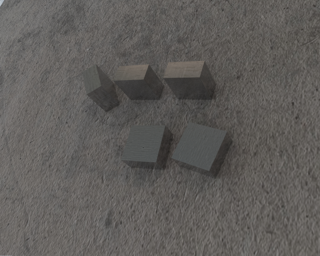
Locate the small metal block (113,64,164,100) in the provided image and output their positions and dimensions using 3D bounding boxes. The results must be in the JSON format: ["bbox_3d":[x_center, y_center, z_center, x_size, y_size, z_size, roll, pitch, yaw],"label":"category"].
[{"bbox_3d":[-0.030,-0.064,0.443,0.050,0.050,0.025,3,63,29],"label":"small metal block"}]

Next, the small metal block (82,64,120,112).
[{"bbox_3d":[-0.090,-0.060,0.472,0.025,0.050,0.050,-28,52,11],"label":"small metal block"}]

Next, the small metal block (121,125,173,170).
[{"bbox_3d":[-0.016,0.024,0.397,0.050,0.025,0.050,0,62,28],"label":"small metal block"}]

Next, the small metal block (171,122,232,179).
[{"bbox_3d":[0.049,0.025,0.363,0.050,0.025,0.050,16,70,34],"label":"small metal block"}]

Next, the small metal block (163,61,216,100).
[{"bbox_3d":[0.040,-0.061,0.404,0.050,0.050,0.025,4,64,30],"label":"small metal block"}]
